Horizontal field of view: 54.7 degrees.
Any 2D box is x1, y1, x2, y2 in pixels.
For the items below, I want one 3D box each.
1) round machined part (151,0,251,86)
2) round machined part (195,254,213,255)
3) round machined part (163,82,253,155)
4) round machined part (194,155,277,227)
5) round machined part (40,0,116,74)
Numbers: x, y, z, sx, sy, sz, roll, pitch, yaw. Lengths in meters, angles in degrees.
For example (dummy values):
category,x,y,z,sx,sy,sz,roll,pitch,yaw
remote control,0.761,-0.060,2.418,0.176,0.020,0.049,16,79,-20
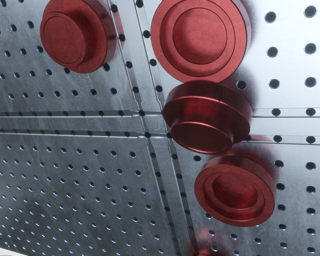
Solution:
category,x,y,z,sx,sy,sz,roll,pitch,yaw
round machined part,0.043,-0.096,0.317,0.098,0.042,0.097,13,124,20
round machined part,0.078,0.249,0.512,0.098,0.042,0.097,13,124,20
round machined part,0.050,-0.004,0.345,0.098,0.042,0.098,14,152,8
round machined part,0.097,0.075,0.395,0.098,0.042,0.097,13,124,20
round machined part,-0.108,-0.114,0.385,0.098,0.042,0.097,13,124,20
